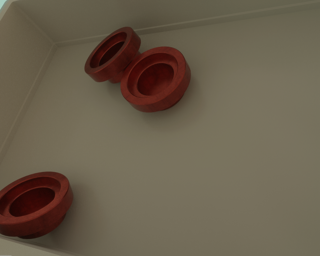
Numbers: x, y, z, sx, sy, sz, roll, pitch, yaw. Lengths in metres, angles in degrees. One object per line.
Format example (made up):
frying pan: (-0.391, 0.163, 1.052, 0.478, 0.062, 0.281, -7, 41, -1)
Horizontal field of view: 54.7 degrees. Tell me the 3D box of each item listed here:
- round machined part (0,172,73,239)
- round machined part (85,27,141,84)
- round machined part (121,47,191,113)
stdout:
round machined part: (-0.160, 0.102, 0.398, 0.099, 0.042, 0.098, -7, 28, 4)
round machined part: (-0.068, -0.109, 0.487, 0.098, 0.042, 0.098, -26, 40, 25)
round machined part: (-0.002, -0.063, 0.435, 0.098, 0.042, 0.098, -13, 56, 21)
